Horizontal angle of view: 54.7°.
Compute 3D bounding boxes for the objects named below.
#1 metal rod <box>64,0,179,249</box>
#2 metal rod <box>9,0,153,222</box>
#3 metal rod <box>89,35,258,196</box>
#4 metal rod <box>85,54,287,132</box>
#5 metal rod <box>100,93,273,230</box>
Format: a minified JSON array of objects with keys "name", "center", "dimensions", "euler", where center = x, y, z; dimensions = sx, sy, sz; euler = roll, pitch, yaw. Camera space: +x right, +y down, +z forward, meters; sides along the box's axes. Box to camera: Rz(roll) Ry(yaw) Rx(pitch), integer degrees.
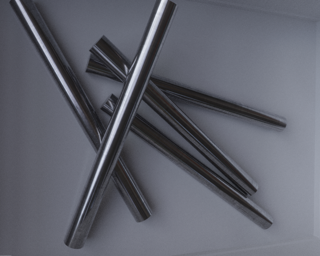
[{"name":"metal rod","center":[-0.048,0.001,0.355],"dimensions":[0.025,0.025,0.298],"euler":[20,98,-19]},{"name":"metal rod","center":[-0.090,-0.015,0.377],"dimensions":[0.025,0.025,0.299],"euler":[-31,100,-17]},{"name":"metal rod","center":[0.032,-0.003,0.405],"dimensions":[0.300,0.025,0.025],"euler":[42,77,-22]},{"name":"metal rod","center":[0.049,-0.043,0.428],"dimensions":[0.302,0.025,0.025],"euler":[15,85,-20]},{"name":"metal rod","center":[0.047,0.054,0.427],"dimensions":[0.301,0.025,0.025],"euler":[38,78,-16]}]
